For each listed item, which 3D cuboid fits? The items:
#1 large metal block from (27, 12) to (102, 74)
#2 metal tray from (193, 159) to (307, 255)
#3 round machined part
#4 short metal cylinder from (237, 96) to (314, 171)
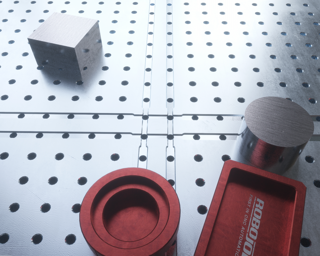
[{"bbox_3d":[-0.152,-0.141,0.509,0.080,0.050,0.080,14,51,11],"label":"large metal block"},{"bbox_3d":[0.093,0.102,0.318,0.090,0.030,0.130,17,52,14],"label":"metal tray"},{"bbox_3d":[-0.029,0.093,0.318,0.099,0.042,0.098,0,50,0],"label":"round machined part"},{"bbox_3d":[0.141,0.006,0.387,0.081,0.050,0.080,0,50,0],"label":"short metal cylinder"}]
